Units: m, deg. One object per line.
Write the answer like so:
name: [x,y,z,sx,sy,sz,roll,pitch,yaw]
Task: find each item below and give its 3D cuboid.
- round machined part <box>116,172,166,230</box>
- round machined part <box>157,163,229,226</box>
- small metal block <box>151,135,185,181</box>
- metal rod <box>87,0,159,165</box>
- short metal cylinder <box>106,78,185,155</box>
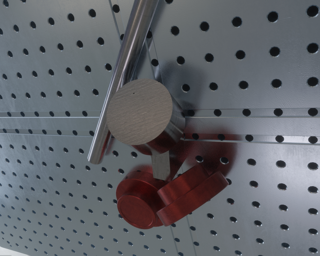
round machined part: [-0.028,0.120,0.490,0.098,0.042,0.097,13,124,21]
round machined part: [0.036,0.081,0.399,0.098,0.099,0.042,-43,75,39]
small metal block: [0.011,0.034,0.410,0.025,0.050,0.050,10,123,23]
metal rod: [-0.053,-0.057,0.403,0.025,0.025,0.298,32,129,7]
short metal cylinder: [-0.016,-0.012,0.368,0.080,0.080,0.050,9,165,23]
